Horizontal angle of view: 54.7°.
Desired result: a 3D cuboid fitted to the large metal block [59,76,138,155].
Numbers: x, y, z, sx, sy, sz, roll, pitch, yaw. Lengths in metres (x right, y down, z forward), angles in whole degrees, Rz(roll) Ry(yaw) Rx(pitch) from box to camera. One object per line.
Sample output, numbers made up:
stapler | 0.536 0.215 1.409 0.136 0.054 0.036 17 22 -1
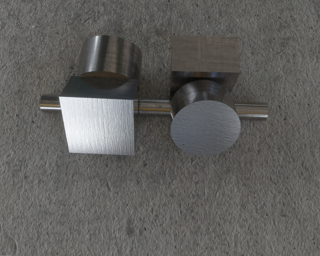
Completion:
large metal block | -0.069 -0.015 0.378 0.080 0.079 0.050 3 36 0

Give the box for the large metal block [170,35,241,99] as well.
large metal block | 0.055 -0.076 0.408 0.080 0.080 0.050 1 70 0

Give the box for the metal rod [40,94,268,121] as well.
metal rod | -0.008 -0.028 0.421 0.302 0.025 0.025 2 70 0

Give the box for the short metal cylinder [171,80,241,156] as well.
short metal cylinder | 0.053 -0.012 0.378 0.080 0.079 0.050 2 35 0

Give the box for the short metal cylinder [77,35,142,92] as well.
short metal cylinder | -0.065 -0.076 0.407 0.080 0.080 0.050 3 70 1
